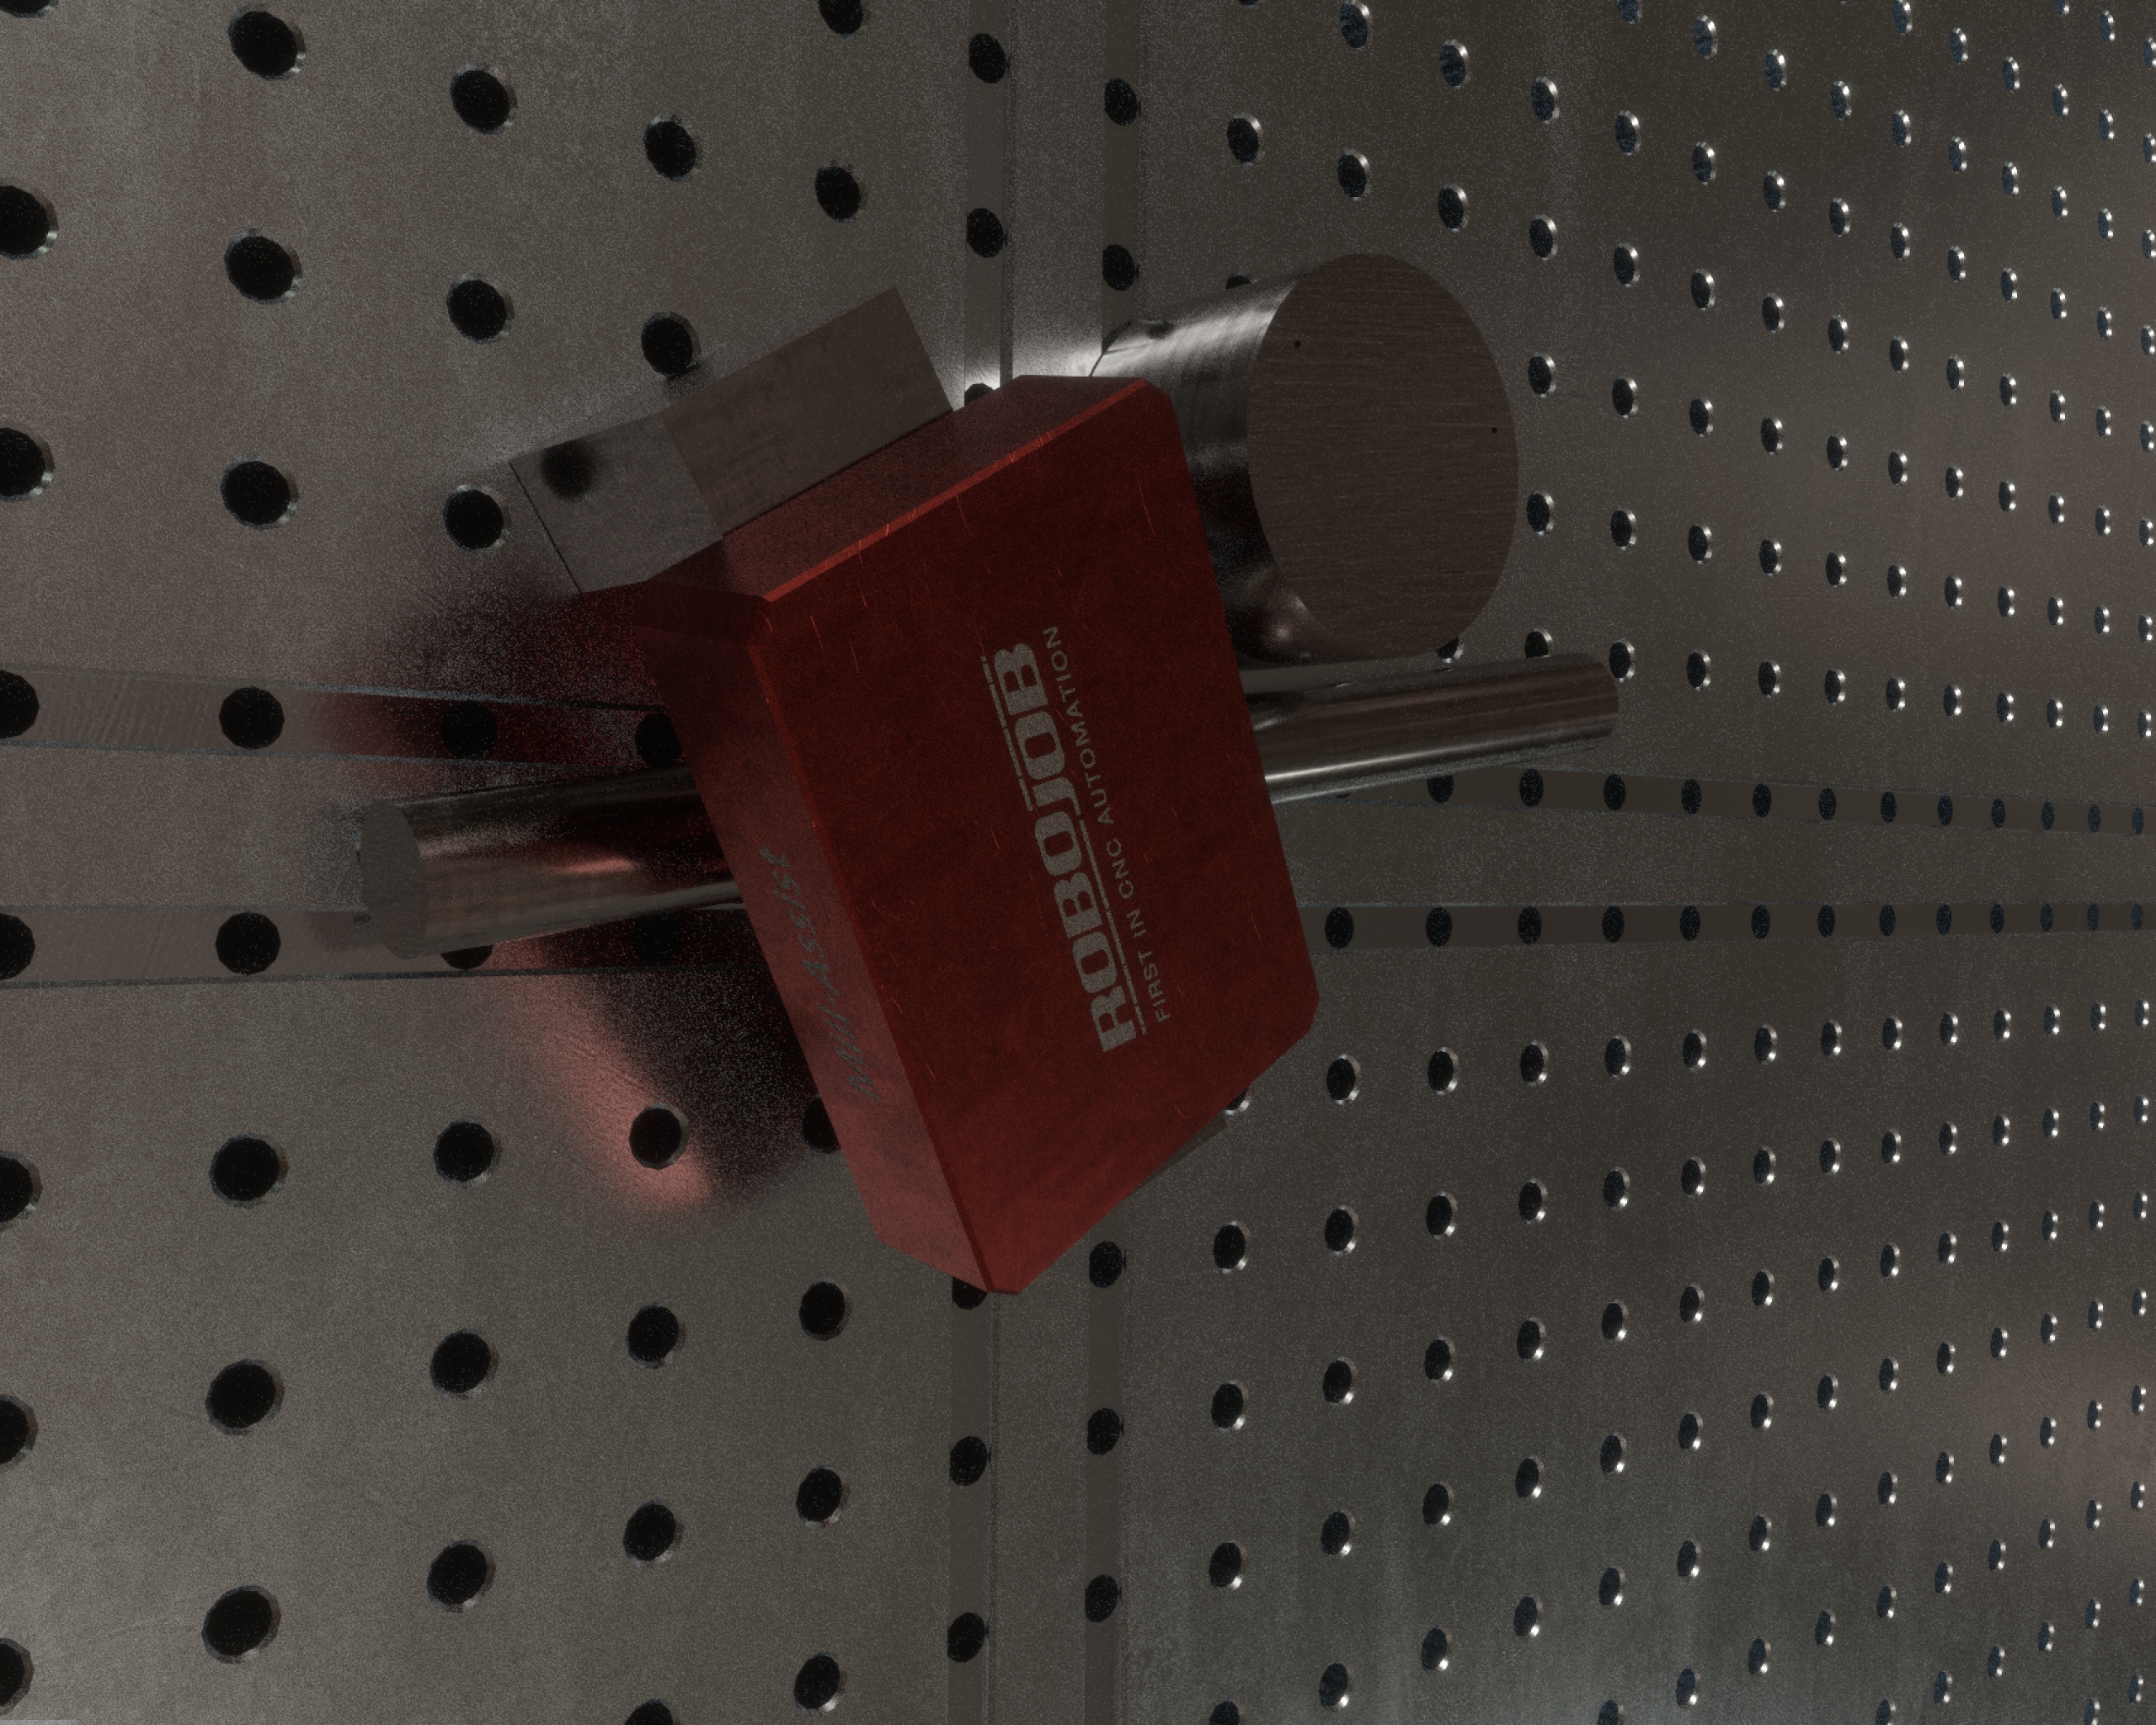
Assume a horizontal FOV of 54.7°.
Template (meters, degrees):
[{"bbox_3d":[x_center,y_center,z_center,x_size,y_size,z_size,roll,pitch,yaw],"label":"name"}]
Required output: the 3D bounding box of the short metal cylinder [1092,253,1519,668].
[{"bbox_3d":[0.046,-0.081,0.433,0.081,0.050,0.079,0,90,-40],"label":"short metal cylinder"}]

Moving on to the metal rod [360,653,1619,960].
[{"bbox_3d":[0.009,-0.018,0.419,0.302,0.025,0.025,-10,97,-40],"label":"metal rod"}]

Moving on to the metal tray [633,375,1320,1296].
[{"bbox_3d":[-0.010,-0.005,0.349,0.091,0.030,0.129,-37,124,-33],"label":"metal tray"}]

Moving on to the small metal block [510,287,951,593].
[{"bbox_3d":[-0.057,-0.069,0.346,0.050,0.050,0.025,-39,114,-33],"label":"small metal block"}]

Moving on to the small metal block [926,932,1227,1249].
[{"bbox_3d":[-0.003,0.040,0.407,0.050,0.025,0.050,-30,109,-36],"label":"small metal block"}]
